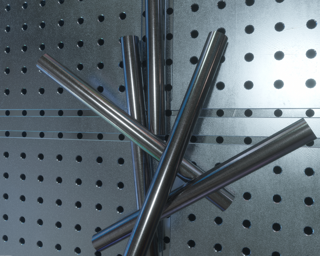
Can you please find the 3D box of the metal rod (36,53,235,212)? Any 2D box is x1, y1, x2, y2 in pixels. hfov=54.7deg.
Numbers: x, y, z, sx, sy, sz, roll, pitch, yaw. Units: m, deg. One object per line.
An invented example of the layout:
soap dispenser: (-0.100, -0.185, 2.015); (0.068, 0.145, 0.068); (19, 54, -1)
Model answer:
metal rod: (-0.034, 0.003, 0.396); (0.300, 0.025, 0.025); (37, 102, 5)

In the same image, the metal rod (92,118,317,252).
metal rod: (0.035, 0.077, 0.366); (0.300, 0.025, 0.025); (-33, 80, 20)

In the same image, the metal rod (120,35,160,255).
metal rod: (-0.027, 0.025, 0.421); (0.025, 0.025, 0.298); (-6, 88, 19)

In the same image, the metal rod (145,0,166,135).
metal rod: (-0.007, -0.140, 0.414); (0.025, 0.025, 0.298); (-1, 90, 19)

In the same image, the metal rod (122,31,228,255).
metal rod: (0.019, 0.023, 0.367); (0.025, 0.025, 0.299); (19, 82, 18)
